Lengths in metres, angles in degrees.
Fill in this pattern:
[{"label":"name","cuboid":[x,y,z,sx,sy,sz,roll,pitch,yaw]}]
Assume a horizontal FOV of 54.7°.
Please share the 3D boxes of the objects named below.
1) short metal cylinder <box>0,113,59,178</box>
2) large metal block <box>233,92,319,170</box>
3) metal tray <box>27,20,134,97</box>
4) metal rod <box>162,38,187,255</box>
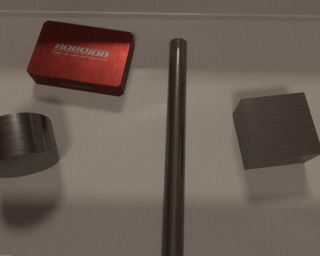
[{"label":"short metal cylinder","cuboid":[-0.167,0.022,0.370,0.081,0.080,0.050,-17,71,-6]},{"label":"large metal block","cuboid":[0.146,0.005,0.396,0.081,0.050,0.080,-6,70,-3]},{"label":"metal tray","cuboid":[-0.109,-0.100,0.442,0.131,0.030,0.090,9,70,3]},{"label":"metal rod","cuboid":[0.020,0.016,0.404,0.025,0.025,0.299,3,70,0]}]
